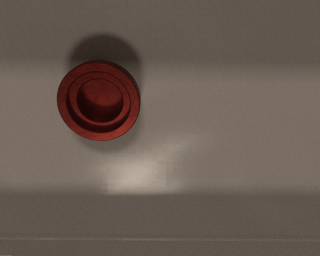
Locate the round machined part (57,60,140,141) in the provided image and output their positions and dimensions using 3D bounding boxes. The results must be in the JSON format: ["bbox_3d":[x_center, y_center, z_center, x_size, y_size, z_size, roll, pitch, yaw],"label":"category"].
[{"bbox_3d":[-0.073,-0.037,0.388,0.099,0.042,0.097,0,110,-1],"label":"round machined part"}]
